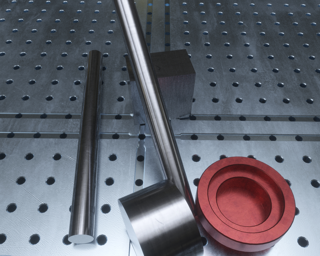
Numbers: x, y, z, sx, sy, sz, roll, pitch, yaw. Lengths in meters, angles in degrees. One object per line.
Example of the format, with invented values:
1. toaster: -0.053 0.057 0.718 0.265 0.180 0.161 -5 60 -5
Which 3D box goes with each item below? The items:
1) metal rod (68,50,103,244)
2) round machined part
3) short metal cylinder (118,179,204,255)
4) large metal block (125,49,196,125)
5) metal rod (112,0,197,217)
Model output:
1. metal rod: -0.092 -0.002 0.408 0.025 0.025 0.300 -4 50 -3
2. round machined part: 0.087 0.082 0.329 0.099 0.042 0.098 0 50 0
3. short metal cylinder: -0.001 0.095 0.292 0.050 0.080 0.080 -20 53 -16
4. large metal block: -0.001 -0.054 0.417 0.081 0.080 0.050 -9 51 -8
5. metal rod: -0.013 -0.046 0.353 0.025 0.025 0.299 -14 81 -12
